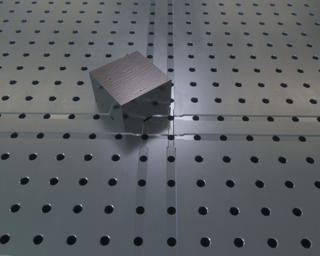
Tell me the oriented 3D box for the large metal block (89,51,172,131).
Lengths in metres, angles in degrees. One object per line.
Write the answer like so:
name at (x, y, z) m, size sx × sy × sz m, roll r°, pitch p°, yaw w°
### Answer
large metal block at (-0.041, -0.055, 0.437) m, size 0.080 × 0.050 × 0.080 m, roll -31°, pitch 57°, yaw -23°
